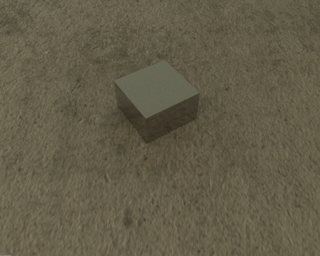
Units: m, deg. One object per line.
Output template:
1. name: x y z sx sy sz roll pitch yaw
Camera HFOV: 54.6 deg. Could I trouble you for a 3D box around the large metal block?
1. large metal block: -0.005 -0.037 0.419 0.080 0.050 0.080 -27 55 -21
